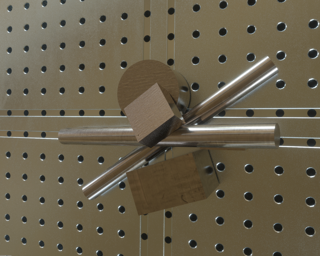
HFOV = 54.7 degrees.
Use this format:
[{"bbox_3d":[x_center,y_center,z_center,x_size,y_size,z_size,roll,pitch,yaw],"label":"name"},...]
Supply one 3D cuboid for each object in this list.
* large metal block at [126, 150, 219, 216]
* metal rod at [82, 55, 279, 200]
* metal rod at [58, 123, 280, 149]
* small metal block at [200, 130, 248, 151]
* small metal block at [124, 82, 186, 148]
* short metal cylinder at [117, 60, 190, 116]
[{"bbox_3d":[0.018,0.061,0.372,0.080,0.080,0.050,-19,84,19],"label":"large metal block"},{"bbox_3d":[0.015,0.009,0.404,0.300,0.025,0.025,-36,79,16],"label":"metal rod"},{"bbox_3d":[-0.014,0.010,0.376,0.300,0.025,0.025,-1,90,33],"label":"metal rod"},{"bbox_3d":[0.078,0.012,0.368,0.050,0.050,0.025,0,90,21],"label":"small metal block"},{"bbox_3d":[-0.007,-0.014,0.349,0.050,0.025,0.050,-37,56,16],"label":"small metal block"},{"bbox_3d":[-0.007,-0.043,0.398,0.080,0.050,0.079,0,89,20],"label":"short metal cylinder"}]
